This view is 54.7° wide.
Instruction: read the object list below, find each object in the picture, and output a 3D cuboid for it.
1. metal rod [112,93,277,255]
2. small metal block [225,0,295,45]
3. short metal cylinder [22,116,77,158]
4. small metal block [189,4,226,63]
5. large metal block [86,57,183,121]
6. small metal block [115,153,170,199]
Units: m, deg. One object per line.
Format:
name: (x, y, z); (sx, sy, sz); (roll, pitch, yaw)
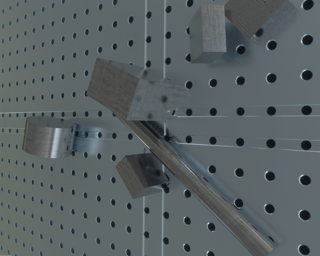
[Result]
metal rod: (0.017, 0.042, 0.393); (0.300, 0.025, 0.025); (43, 116, 31)
small metal block: (0.101, -0.125, 0.325); (0.050, 0.025, 0.050); (-48, 62, 29)
short metal cylinder: (-0.186, 0.014, 0.524); (0.080, 0.081, 0.050); (20, 103, 38)
small metal block: (0.052, -0.103, 0.348); (0.050, 0.025, 0.050); (168, 100, -80)
large metal block: (-0.033, -0.048, 0.398); (0.080, 0.081, 0.050); (31, 110, 35)
small metal block: (-0.023, 0.062, 0.410); (0.025, 0.050, 0.050); (-48, 62, 29)
